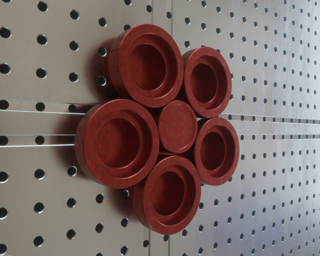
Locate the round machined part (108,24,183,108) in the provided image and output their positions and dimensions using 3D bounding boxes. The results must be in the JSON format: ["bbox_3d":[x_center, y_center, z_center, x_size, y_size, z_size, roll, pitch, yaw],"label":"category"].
[{"bbox_3d":[-0.021,-0.073,0.379,0.099,0.042,0.097,0,90,-40],"label":"round machined part"}]

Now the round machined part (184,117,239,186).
[{"bbox_3d":[0.070,0.033,0.455,0.099,0.042,0.097,0,90,-40],"label":"round machined part"}]

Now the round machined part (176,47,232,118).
[{"bbox_3d":[0.055,-0.063,0.442,0.099,0.042,0.097,0,90,-40],"label":"round machined part"}]

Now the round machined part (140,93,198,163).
[{"bbox_3d":[0.011,-0.001,0.406,0.099,0.042,0.097,0,90,-40],"label":"round machined part"}]

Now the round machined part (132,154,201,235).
[{"bbox_3d":[0.004,0.083,0.400,0.099,0.042,0.097,0,90,-40],"label":"round machined part"}]

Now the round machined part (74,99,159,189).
[{"bbox_3d":[-0.052,0.017,0.353,0.099,0.042,0.097,0,90,-40],"label":"round machined part"}]
